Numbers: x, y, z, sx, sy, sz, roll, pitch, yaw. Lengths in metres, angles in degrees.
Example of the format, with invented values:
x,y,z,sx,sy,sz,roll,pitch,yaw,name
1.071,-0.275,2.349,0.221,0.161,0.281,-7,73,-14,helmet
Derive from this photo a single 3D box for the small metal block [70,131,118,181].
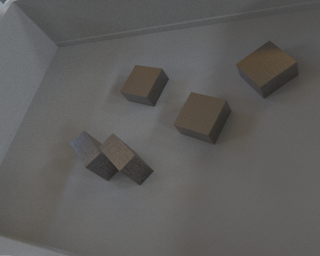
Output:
x,y,z,sx,sy,sz,roll,pitch,yaw,name
-0.085,0.037,0.412,0.025,0.050,0.050,-44,51,-1,small metal block

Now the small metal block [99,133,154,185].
x,y,z,sx,sy,sz,roll,pitch,yaw,name
-0.042,0.039,0.388,0.025,0.050,0.050,-47,51,-4,small metal block

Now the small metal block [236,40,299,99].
x,y,z,sx,sy,sz,roll,pitch,yaw,name
0.131,-0.072,0.381,0.050,0.025,0.050,-35,51,5,small metal block

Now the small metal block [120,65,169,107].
x,y,z,sx,sy,sz,roll,pitch,yaw,name
-0.022,-0.063,0.456,0.050,0.025,0.050,15,69,34,small metal block

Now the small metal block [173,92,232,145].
x,y,z,sx,sy,sz,roll,pitch,yaw,name
0.053,-0.013,0.386,0.050,0.025,0.050,18,71,35,small metal block
